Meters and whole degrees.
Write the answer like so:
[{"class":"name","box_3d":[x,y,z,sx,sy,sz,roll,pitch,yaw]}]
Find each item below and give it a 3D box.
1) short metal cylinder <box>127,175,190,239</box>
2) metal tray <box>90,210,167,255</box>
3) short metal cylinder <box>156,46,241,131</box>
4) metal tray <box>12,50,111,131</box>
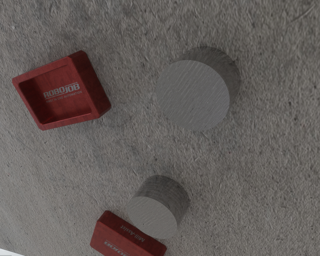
[{"class":"short metal cylinder","box_3d":[-0.002,0.118,0.465,0.080,0.050,0.079,13,124,21]},{"class":"metal tray","box_3d":[-0.061,0.219,0.571,0.130,0.030,0.089,29,128,9]},{"class":"short metal cylinder","box_3d":[0.043,-0.044,0.341,0.080,0.050,0.079,13,124,21]},{"class":"metal tray","box_3d":[-0.144,-0.050,0.448,0.130,0.030,0.090,-10,114,32]}]
